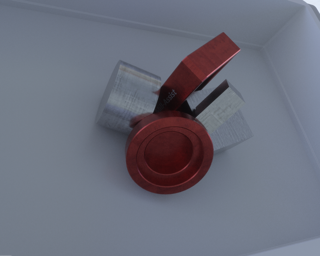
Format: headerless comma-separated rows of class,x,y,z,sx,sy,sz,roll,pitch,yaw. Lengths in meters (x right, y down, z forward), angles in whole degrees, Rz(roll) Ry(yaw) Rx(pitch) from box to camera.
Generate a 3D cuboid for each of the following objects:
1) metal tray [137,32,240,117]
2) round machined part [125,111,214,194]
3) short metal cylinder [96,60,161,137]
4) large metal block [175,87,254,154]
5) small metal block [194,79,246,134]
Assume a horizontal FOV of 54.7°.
metal tray,0.032,-0.053,0.387,0.030,0.129,0.091,47,51,3
round machined part,0.009,0.025,0.360,0.099,0.097,0.042,19,19,-18
short metal cylinder,-0.039,-0.034,0.369,0.050,0.080,0.080,21,54,-17
large metal block,0.066,-0.006,0.419,0.081,0.050,0.080,-15,74,-34
small metal block,0.067,-0.026,0.354,0.025,0.050,0.050,44,19,-7
